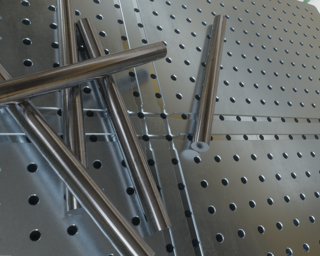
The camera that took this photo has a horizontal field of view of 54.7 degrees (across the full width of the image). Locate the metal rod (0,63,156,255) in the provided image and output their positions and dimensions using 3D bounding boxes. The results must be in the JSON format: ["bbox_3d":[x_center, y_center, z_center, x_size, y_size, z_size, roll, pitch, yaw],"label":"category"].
[{"bbox_3d":[-0.113,0.015,0.314,0.025,0.025,0.300,-32,72,-38],"label":"metal rod"}]

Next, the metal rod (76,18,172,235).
[{"bbox_3d":[-0.053,-0.017,0.391,0.025,0.025,0.299,-10,67,-33],"label":"metal rod"}]

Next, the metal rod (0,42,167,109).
[{"bbox_3d":[-0.096,-0.062,0.355,0.302,0.025,0.025,-29,78,-43],"label":"metal rod"}]

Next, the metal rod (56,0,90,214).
[{"bbox_3d":[-0.109,-0.047,0.379,0.025,0.025,0.299,3,60,-27],"label":"metal rod"}]

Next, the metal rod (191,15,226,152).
[{"bbox_3d":[0.086,-0.092,0.512,0.025,0.025,0.300,25,53,-14],"label":"metal rod"}]
